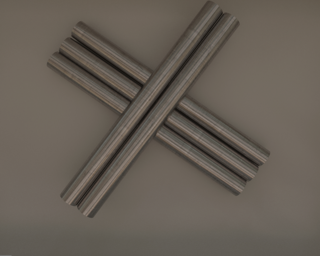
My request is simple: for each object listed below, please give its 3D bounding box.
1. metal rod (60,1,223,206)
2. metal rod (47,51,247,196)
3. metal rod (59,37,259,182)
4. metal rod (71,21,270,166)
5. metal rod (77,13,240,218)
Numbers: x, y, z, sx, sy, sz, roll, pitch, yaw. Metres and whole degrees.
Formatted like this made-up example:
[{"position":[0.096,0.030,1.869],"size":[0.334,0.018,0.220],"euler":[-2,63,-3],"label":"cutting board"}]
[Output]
[{"position":[-0.023,-0.030,0.385],"size":[0.025,0.025,0.300],"euler":[37,90,0],"label":"metal rod"},{"position":[-0.017,-0.005,0.410],"size":[0.301,0.025,0.025],"euler":[34,90,0],"label":"metal rod"},{"position":[-0.001,-0.024,0.410],"size":[0.301,0.025,0.025],"euler":[34,90,0],"label":"metal rod"},{"position":[0.014,-0.045,0.410],"size":[0.301,0.025,0.025],"euler":[35,90,0],"label":"metal rod"},{"position":[-0.002,-0.016,0.385],"size":[0.025,0.025,0.300],"euler":[37,90,0],"label":"metal rod"}]
